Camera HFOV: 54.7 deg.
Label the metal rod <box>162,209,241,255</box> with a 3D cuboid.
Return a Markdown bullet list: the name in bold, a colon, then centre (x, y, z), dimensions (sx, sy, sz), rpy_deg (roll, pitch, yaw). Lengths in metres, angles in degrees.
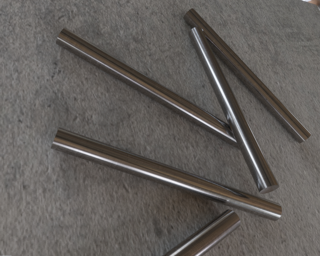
- **metal rod**: centre (-0.024, 0.157, 0.295), dimensions (0.302, 0.025, 0.025), rpy_deg (-21, 73, -36)

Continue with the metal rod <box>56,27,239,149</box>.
- **metal rod**: centre (-0.001, -0.049, 0.434), dimensions (0.301, 0.025, 0.025), rpy_deg (29, 52, -10)

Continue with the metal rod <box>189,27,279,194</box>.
- **metal rod**: centre (0.098, -0.045, 0.461), dimensions (0.025, 0.025, 0.299), rpy_deg (3, 53, -27)

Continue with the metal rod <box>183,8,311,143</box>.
- **metal rod**: centre (0.150, -0.094, 0.544), dimensions (0.300, 0.025, 0.025), rpy_deg (49, 51, 6)

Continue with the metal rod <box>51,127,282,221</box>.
- **metal rod**: centre (0.021, 0.062, 0.378), dimensions (0.302, 0.025, 0.025), rpy_deg (21, 54, -16)
